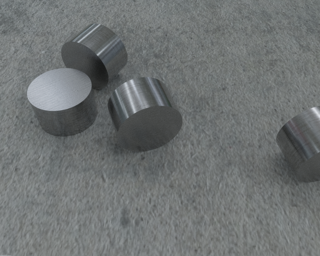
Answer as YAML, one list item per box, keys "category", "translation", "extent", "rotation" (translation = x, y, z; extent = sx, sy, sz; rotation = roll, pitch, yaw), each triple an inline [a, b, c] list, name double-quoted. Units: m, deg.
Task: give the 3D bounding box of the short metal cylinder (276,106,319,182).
- category: "short metal cylinder"
  translation: [0.183, 0.019, 0.354]
  extent: [0.081, 0.080, 0.050]
  rotation: [-9, 51, -8]

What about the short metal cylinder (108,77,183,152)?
- category: "short metal cylinder"
  translation: [-0.019, -0.015, 0.380]
  extent: [0.081, 0.080, 0.050]
  rotation: [-14, 52, -12]

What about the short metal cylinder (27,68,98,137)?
- category: "short metal cylinder"
  translation: [-0.128, -0.035, 0.415]
  extent: [0.081, 0.050, 0.080]
  rotation: [0, 50, 0]

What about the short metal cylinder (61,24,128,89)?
- category: "short metal cylinder"
  translation: [-0.095, -0.104, 0.454]
  extent: [0.080, 0.080, 0.050]
  rotation: [22, 54, 17]
